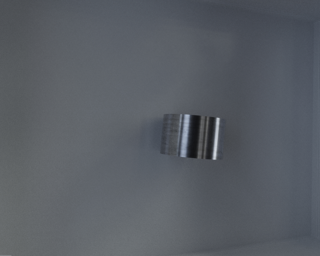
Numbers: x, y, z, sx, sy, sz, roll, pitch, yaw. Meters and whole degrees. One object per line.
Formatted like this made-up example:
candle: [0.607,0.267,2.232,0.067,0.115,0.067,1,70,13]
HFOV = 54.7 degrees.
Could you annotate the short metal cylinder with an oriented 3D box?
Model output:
short metal cylinder: [0.042,0.011,0.398,0.081,0.080,0.050,6,88,-20]
